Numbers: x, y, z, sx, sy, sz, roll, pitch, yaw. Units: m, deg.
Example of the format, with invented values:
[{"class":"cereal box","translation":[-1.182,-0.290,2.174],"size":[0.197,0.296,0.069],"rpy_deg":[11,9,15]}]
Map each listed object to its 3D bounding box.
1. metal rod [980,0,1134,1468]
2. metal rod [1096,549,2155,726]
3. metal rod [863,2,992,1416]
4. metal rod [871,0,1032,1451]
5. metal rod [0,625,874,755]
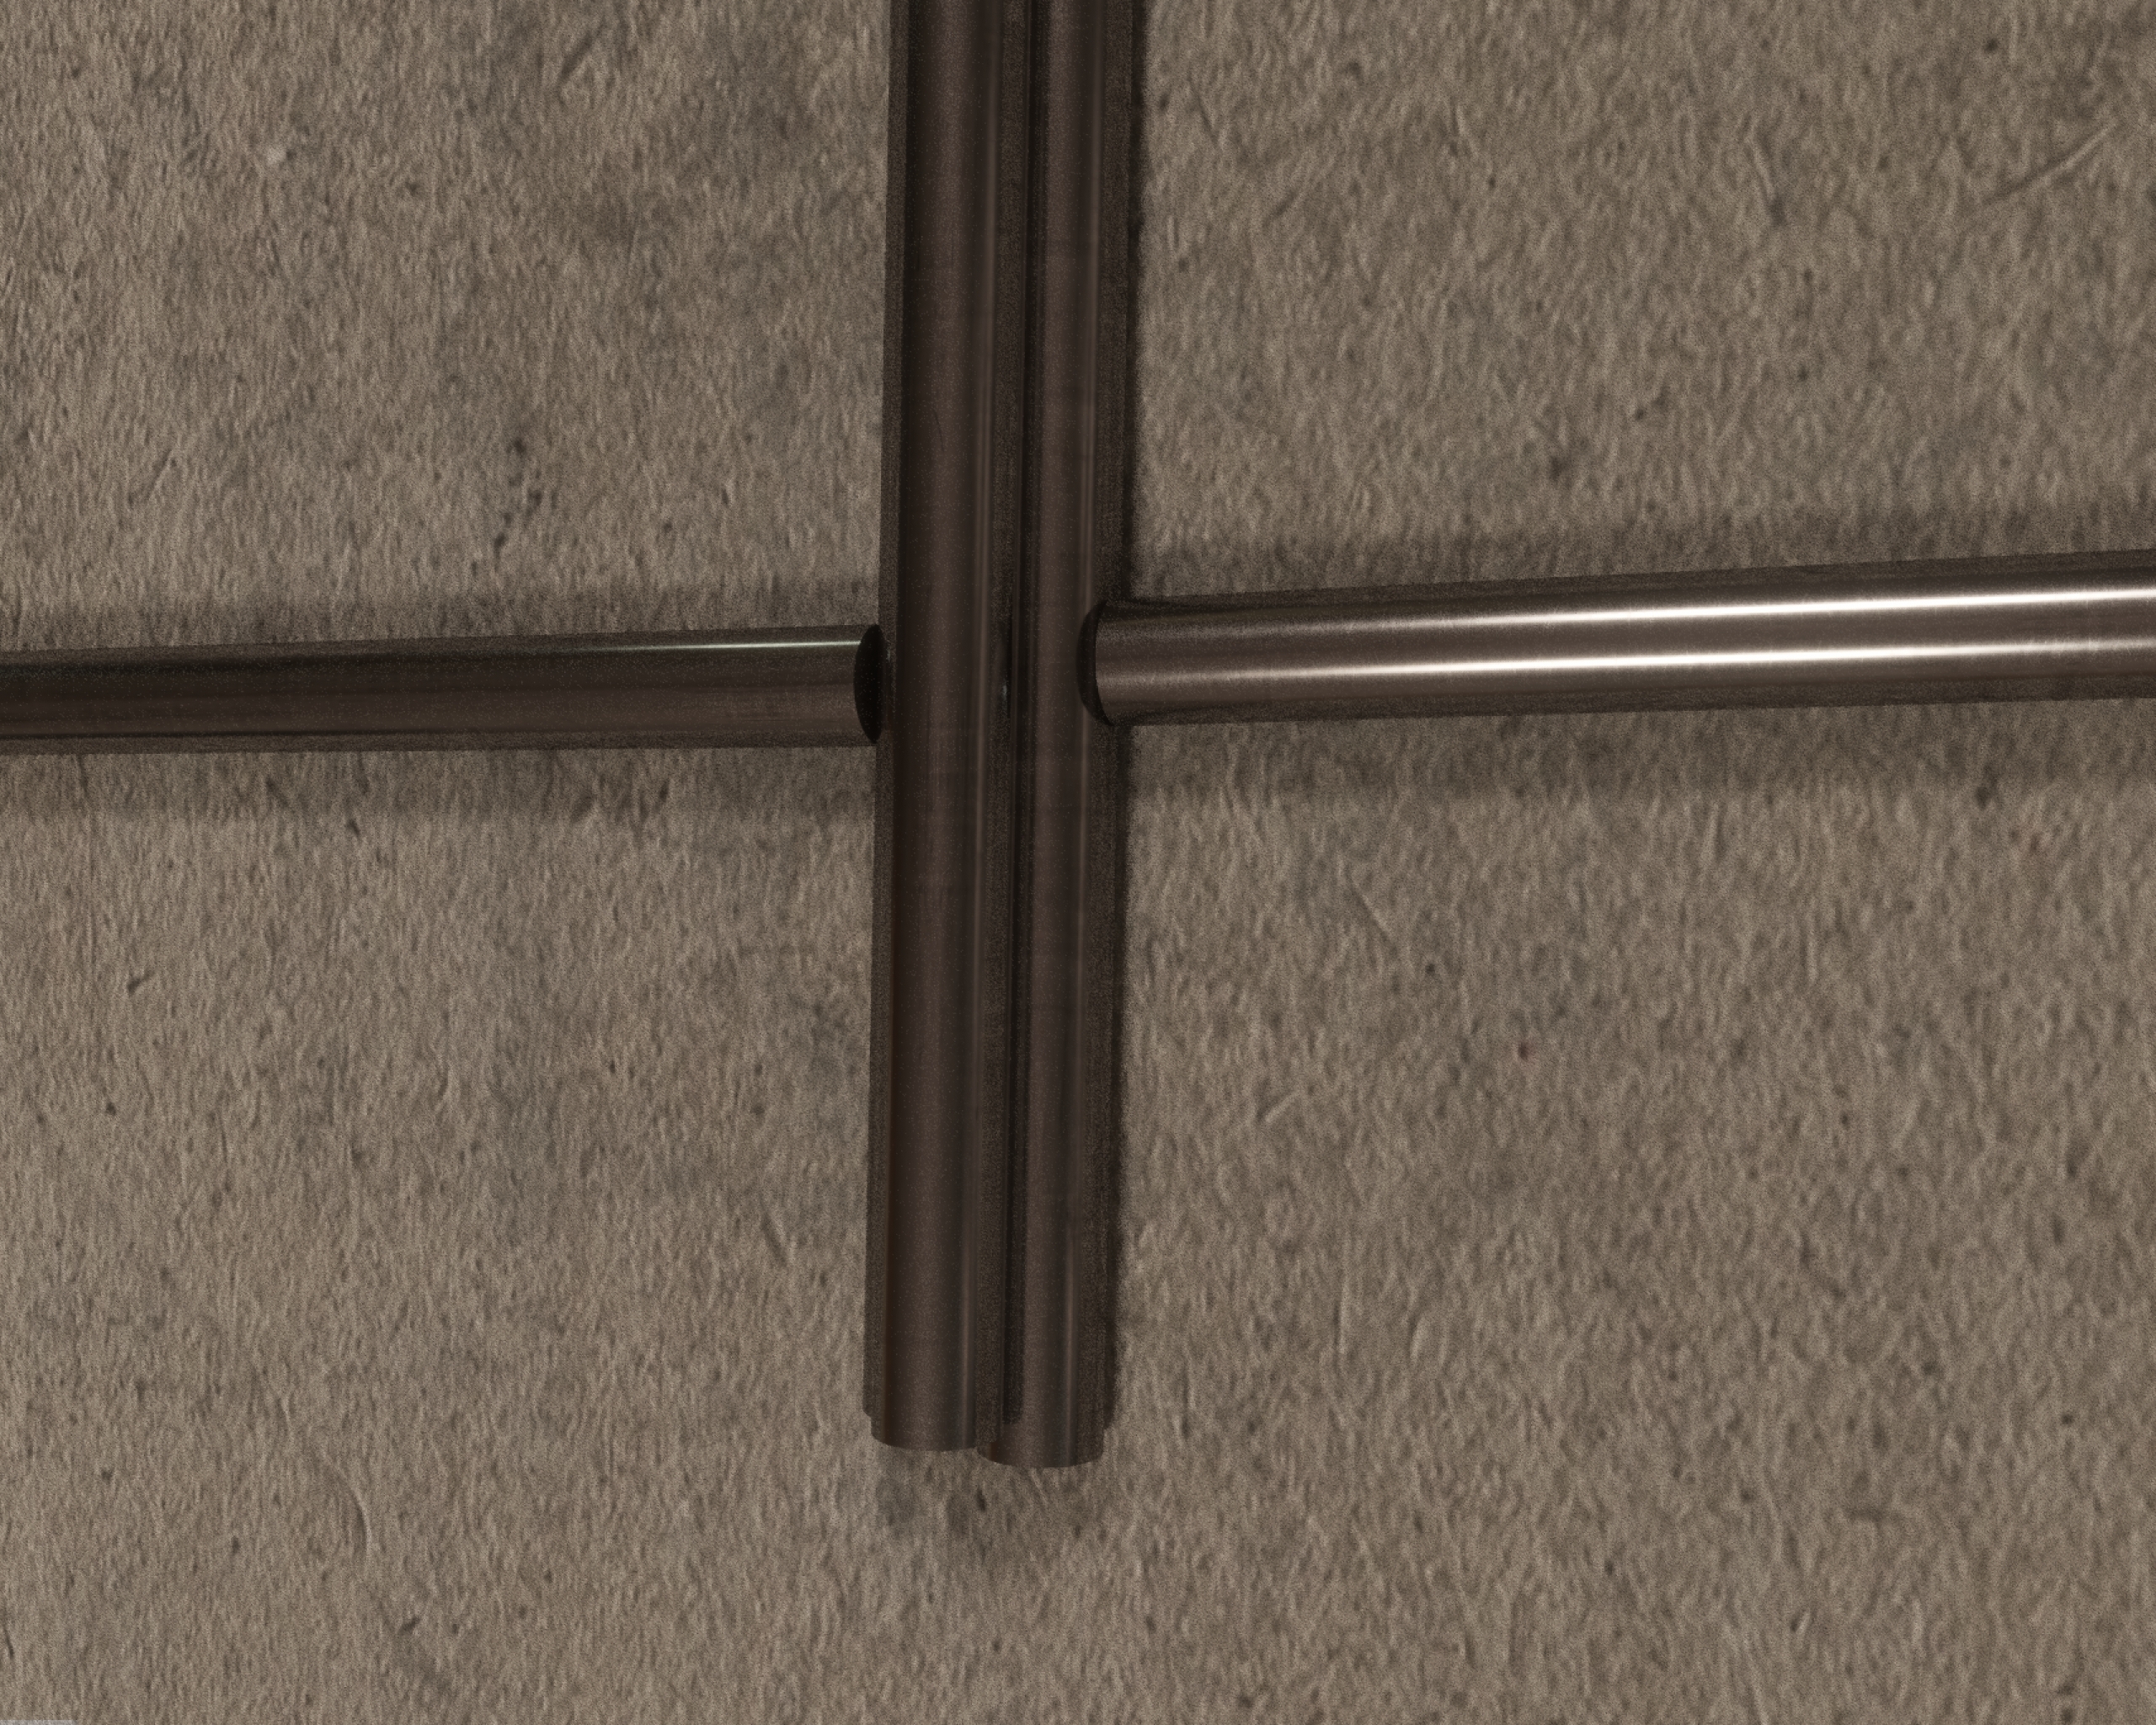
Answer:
[{"class":"metal rod","translation":[-0.004,-0.033,0.412],"size":[0.025,0.025,0.298],"rpy_deg":[1,90,19]},{"class":"metal rod","translation":[0.150,-0.040,0.357],"size":[0.301,0.025,0.025],"rpy_deg":[0,90,19]},{"class":"metal rod","translation":[-0.028,-0.039,0.420],"size":[0.025,0.025,0.298],"rpy_deg":[1,90,19]},{"class":"metal rod","translation":[-0.024,-0.041,0.396],"size":[0.025,0.025,0.298],"rpy_deg":[1,90,19]},{"class":"metal rod","translation":[-0.182,-0.037,0.472],"size":[0.301,0.025,0.025],"rpy_deg":[1,90,19]}]
